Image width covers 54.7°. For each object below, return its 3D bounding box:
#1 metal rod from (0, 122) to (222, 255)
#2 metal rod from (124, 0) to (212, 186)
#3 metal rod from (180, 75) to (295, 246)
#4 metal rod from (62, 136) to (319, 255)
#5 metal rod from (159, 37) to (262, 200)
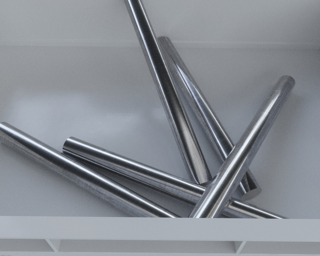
[{"bbox_3d":[-0.074,0.062,0.351,0.301,0.025,0.025,24,54,18],"label":"metal rod"},{"bbox_3d":[0.003,-0.067,0.406,0.025,0.025,0.299,-15,69,-12],"label":"metal rod"},{"bbox_3d":[0.109,0.013,0.367,0.025,0.025,0.302,27,46,20],"label":"metal rod"},{"bbox_3d":[0.023,0.068,0.340,0.301,0.025,0.025,18,52,17],"label":"metal rod"},{"bbox_3d":[0.054,-0.035,0.435,0.025,0.025,0.299,-14,52,-12],"label":"metal rod"}]
